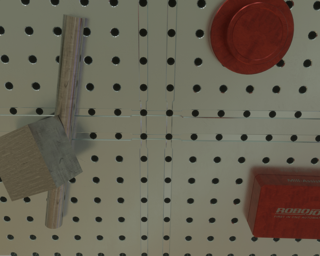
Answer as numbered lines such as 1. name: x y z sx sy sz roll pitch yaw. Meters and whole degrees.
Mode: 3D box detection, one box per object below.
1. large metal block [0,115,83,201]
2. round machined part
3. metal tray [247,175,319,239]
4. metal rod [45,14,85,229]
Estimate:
1. large metal block: -0.158 0.038 0.392 0.080 0.050 0.080 -19 97 26
2. round machined part: 0.109 -0.111 0.364 0.099 0.042 0.097 0 110 0
3. metal tray: 0.203 0.117 0.456 0.131 0.030 0.089 2 110 -1
4. metal rod: -0.130 0.006 0.414 0.025 0.025 0.298 11 110 -4
